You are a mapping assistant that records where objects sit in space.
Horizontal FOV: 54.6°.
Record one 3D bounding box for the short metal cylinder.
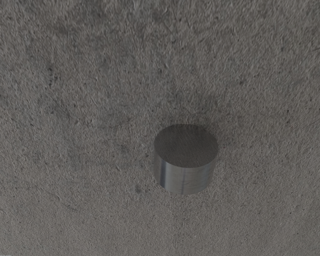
[{"bbox_3d":[0.032,0.039,0.405,0.080,0.080,0.050,1,130,-1],"label":"short metal cylinder"}]
